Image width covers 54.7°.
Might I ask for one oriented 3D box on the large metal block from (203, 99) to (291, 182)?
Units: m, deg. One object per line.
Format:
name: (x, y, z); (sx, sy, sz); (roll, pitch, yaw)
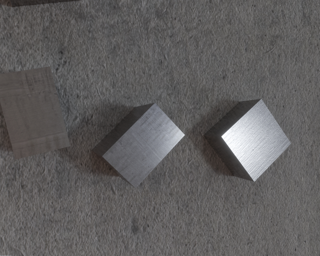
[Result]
large metal block: (0.124, 0.016, 0.441); (0.080, 0.050, 0.080); (-41, 103, -15)

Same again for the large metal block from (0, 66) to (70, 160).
large metal block: (-0.134, -0.015, 0.330); (0.050, 0.080, 0.080); (-14, 95, -19)

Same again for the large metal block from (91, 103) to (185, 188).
large metal block: (-0.029, 0.018, 0.369); (0.080, 0.080, 0.050); (-46, 105, -14)

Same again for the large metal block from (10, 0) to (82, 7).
large metal block: (-0.135, -0.188, 0.345); (0.081, 0.050, 0.080); (-15, 95, -20)
